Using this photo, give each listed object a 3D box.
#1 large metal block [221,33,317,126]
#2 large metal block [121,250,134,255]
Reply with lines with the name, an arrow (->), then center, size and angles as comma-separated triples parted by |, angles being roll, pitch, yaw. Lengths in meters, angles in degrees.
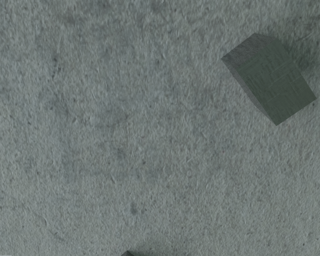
large metal block -> 0.122, -0.060, 0.360 | 0.050, 0.080, 0.080 | -37, 106, 12
large metal block -> -0.052, 0.257, 0.491 | 0.080, 0.050, 0.080 | 43, 104, -15
